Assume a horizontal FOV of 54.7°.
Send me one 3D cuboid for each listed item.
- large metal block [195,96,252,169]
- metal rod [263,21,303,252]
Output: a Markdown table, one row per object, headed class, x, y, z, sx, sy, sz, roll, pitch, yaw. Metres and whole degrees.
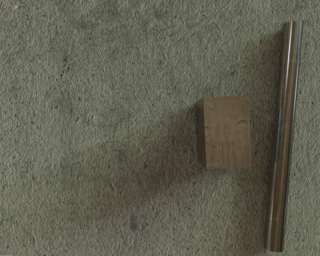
| class | x | y | z | sx | sy | sz | roll | pitch | yaw |
| --- | --- | --- | --- | --- | --- | --- | --- | --- | --- |
| large metal block | 0.075 | 0.005 | 0.383 | 0.050 | 0.080 | 0.079 | -2 | 90 | 0 |
| metal rod | 0.164 | 0.011 | 0.411 | 0.025 | 0.025 | 0.298 | 5 | 90 | 0 |
